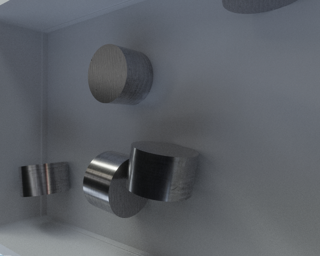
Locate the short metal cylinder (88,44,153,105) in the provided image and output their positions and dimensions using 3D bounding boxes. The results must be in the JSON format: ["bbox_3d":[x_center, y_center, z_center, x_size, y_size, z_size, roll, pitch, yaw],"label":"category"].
[{"bbox_3d":[-0.056,-0.073,0.437,0.080,0.050,0.080,0,90,40],"label":"short metal cylinder"}]

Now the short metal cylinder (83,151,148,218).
[{"bbox_3d":[-0.055,0.074,0.416,0.050,0.081,0.079,9,96,40],"label":"short metal cylinder"}]

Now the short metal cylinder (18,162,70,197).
[{"bbox_3d":[-0.200,0.088,0.537,0.080,0.081,0.050,-11,83,39],"label":"short metal cylinder"}]

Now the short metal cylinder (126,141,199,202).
[{"bbox_3d":[0.002,0.049,0.369,0.080,0.081,0.050,14,99,39],"label":"short metal cylinder"}]

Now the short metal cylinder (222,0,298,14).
[{"bbox_3d":[0.097,-0.149,0.291,0.080,0.081,0.050,-8,85,40],"label":"short metal cylinder"}]
